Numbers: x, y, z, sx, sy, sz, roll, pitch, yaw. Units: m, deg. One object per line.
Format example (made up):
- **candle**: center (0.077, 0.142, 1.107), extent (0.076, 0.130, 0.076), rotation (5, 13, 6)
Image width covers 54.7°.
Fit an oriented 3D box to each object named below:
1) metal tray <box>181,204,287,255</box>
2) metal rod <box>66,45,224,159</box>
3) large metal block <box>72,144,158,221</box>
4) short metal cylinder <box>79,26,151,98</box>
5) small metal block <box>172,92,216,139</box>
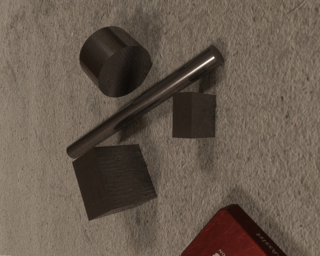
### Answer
- **metal tray**: center (0.092, 0.158, 0.325), extent (0.130, 0.030, 0.089), rotation (47, 117, 29)
- **metal rod**: center (-0.041, -0.021, 0.436), extent (0.299, 0.025, 0.025), rotation (-30, 71, 35)
- **large metal block**: center (-0.060, 0.070, 0.416), extent (0.050, 0.081, 0.080), rotation (-33, 70, 35)
- **short metal cylinder**: center (-0.059, -0.088, 0.416), extent (0.050, 0.081, 0.080), rotation (47, 118, 29)
- **small metal block**: center (0.040, -0.014, 0.354), extent (0.025, 0.050, 0.050), rotation (2, 91, 40)
